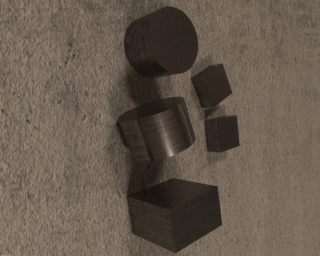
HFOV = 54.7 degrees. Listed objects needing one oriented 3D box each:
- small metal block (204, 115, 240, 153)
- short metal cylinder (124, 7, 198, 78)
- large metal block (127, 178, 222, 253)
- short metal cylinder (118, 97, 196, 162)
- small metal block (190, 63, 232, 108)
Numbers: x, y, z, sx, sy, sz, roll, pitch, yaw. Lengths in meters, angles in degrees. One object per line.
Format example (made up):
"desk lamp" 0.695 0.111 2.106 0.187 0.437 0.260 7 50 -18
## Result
"small metal block" 0.099 0.008 0.490 0.050 0.025 0.050 -13 98 -40
"short metal cylinder" 0.002 -0.106 0.392 0.081 0.050 0.079 0 90 -40
"large metal block" 0.018 0.103 0.386 0.081 0.080 0.050 -14 99 -40
"short metal cylinder" -0.003 0.000 0.368 0.081 0.080 0.050 -29 109 -36
"small metal block" 0.080 -0.065 0.474 0.050 0.025 0.050 -36 113 -34
